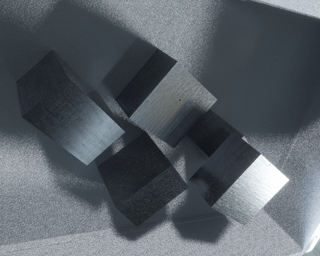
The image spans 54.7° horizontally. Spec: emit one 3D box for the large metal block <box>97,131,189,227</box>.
[{"bbox_3d":[-0.024,0.063,0.399,0.080,0.080,0.050,-37,129,-4],"label":"large metal block"}]

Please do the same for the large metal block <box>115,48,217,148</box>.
[{"bbox_3d":[0.008,-0.034,0.375,0.080,0.050,0.080,-49,129,7],"label":"large metal block"}]

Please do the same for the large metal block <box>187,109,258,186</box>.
[{"bbox_3d":[0.088,0.030,0.440,0.050,0.080,0.080,-40,129,-1],"label":"large metal block"}]

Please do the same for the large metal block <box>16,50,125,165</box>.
[{"bbox_3d":[-0.090,-0.021,0.310,0.050,0.080,0.080,-42,129,0],"label":"large metal block"}]

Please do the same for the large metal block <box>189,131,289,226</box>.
[{"bbox_3d":[0.098,0.064,0.382,0.080,0.050,0.080,-49,129,6],"label":"large metal block"}]
